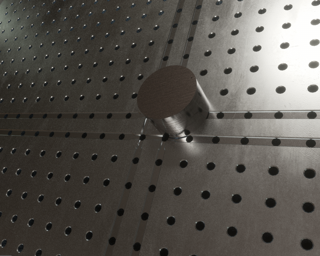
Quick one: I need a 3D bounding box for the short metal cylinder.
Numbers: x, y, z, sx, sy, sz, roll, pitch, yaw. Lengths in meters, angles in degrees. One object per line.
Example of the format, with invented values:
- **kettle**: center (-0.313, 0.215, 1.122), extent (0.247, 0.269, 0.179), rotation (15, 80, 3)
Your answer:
- **short metal cylinder**: center (0.018, -0.034, 0.403), extent (0.080, 0.050, 0.080), rotation (-13, 56, 20)
